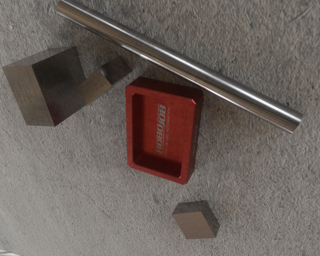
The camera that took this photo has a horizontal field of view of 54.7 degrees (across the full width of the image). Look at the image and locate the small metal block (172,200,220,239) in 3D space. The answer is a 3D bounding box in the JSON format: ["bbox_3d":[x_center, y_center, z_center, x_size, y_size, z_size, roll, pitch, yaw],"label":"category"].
[{"bbox_3d":[0.054,0.138,0.462,0.050,0.025,0.050,-17,110,34],"label":"small metal block"}]

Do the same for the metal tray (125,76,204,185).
[{"bbox_3d":[0.003,0.005,0.403,0.090,0.030,0.129,15,125,19],"label":"metal tray"}]

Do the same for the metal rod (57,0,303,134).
[{"bbox_3d":[0.014,-0.076,0.351,0.301,0.025,0.025,29,128,9],"label":"metal rod"}]

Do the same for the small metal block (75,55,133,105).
[{"bbox_3d":[-0.070,-0.060,0.389,0.050,0.050,0.025,-31,101,38],"label":"small metal block"}]

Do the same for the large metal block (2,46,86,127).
[{"bbox_3d":[-0.144,-0.057,0.410,0.050,0.080,0.079,2,120,27],"label":"large metal block"}]
